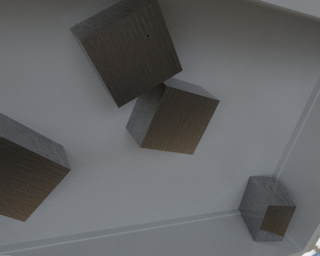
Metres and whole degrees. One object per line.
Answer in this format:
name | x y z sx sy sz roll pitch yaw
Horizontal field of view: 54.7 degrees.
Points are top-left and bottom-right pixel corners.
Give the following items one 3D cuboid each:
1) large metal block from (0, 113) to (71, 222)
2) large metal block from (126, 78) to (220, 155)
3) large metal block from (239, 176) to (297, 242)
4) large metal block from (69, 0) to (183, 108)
large metal block | -0.158 0.044 0.333 0.080 0.050 0.080 -48 129 5
large metal block | 0.015 -0.017 0.390 0.081 0.050 0.079 11 113 -33
large metal block | 0.189 0.144 0.556 0.050 0.080 0.079 4 116 -10
large metal block | -0.033 -0.081 0.324 0.080 0.050 0.080 -32 129 -8
